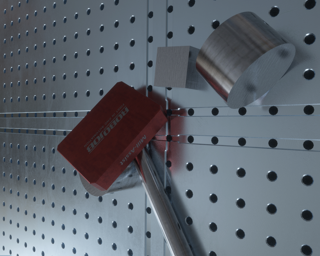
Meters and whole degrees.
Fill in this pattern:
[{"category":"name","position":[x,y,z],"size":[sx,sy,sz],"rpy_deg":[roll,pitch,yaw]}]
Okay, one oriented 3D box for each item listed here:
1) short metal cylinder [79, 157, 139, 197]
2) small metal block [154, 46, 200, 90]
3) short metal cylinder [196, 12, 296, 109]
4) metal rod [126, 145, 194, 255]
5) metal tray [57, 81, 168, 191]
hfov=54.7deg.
[{"category":"short metal cylinder","position":[-0.075,0.056,0.455],"size":[0.080,0.050,0.079],"rpy_deg":[0,90,40]},{"category":"small metal block","position":[0.022,-0.076,0.392],"size":[0.050,0.025,0.050],"rpy_deg":[10,96,39]},{"category":"short metal cylinder","position":[0.083,-0.065,0.305],"size":[0.080,0.081,0.050],"rpy_deg":[-51,60,28]},{"category":"metal rod","position":[0.021,0.142,0.392],"size":[0.025,0.025,0.299],"rpy_deg":[-38,67,33]},{"category":"metal tray","position":[-0.064,0.007,0.416],"size":[0.090,0.030,0.130],"rpy_deg":[34,78,34]}]
